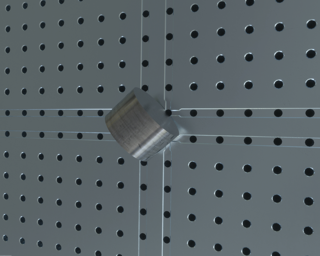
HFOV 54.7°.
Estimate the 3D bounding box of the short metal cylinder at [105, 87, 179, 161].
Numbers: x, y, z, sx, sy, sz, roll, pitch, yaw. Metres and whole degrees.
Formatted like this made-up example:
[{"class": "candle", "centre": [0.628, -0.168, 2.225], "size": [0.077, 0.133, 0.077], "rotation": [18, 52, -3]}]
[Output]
[{"class": "short metal cylinder", "centre": [-0.022, -0.005, 0.389], "size": [0.050, 0.080, 0.080], "rotation": [-42, 77, 15]}]
